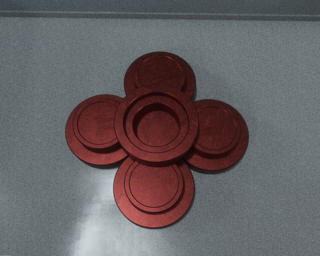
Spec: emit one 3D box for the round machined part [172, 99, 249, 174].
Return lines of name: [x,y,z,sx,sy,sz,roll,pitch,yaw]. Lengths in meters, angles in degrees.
round machined part: [0.065,0.007,0.396,0.099,0.042,0.098,0,70,0]

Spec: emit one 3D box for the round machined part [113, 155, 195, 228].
round machined part: [-0.007,0.069,0.373,0.099,0.042,0.098,1,68,-1]

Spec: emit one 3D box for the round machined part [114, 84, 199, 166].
round machined part: [-0.004,-0.001,0.376,0.099,0.042,0.098,0,70,0]

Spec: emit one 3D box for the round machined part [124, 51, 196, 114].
round machined part: [0.000,-0.063,0.420,0.099,0.042,0.098,0,70,0]

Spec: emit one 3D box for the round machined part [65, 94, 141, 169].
round machined part: [-0.073,0.000,0.397,0.099,0.042,0.098,0,70,0]
